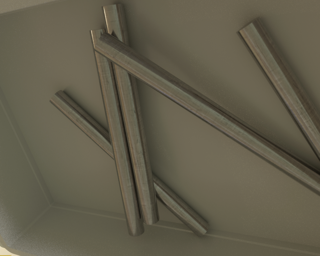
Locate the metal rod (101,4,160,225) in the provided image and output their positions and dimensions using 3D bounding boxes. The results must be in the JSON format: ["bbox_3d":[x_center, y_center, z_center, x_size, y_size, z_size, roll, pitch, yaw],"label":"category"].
[{"bbox_3d":[-0.034,-0.002,0.405,0.025,0.025,0.298,3,114,27],"label":"metal rod"}]

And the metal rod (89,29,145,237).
[{"bbox_3d":[-0.054,0.020,0.425,0.025,0.025,0.298,3,112,27],"label":"metal rod"}]

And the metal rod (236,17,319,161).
[{"bbox_3d":[0.173,0.018,0.327,0.025,0.025,0.299,-29,103,37],"label":"metal rod"}]

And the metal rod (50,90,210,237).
[{"bbox_3d":[-0.044,0.054,0.465,0.300,0.025,0.025,43,129,-2],"label":"metal rod"}]

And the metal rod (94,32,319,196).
[{"bbox_3d":[0.061,-0.014,0.347,0.301,0.025,0.025,33,129,-1],"label":"metal rod"}]
